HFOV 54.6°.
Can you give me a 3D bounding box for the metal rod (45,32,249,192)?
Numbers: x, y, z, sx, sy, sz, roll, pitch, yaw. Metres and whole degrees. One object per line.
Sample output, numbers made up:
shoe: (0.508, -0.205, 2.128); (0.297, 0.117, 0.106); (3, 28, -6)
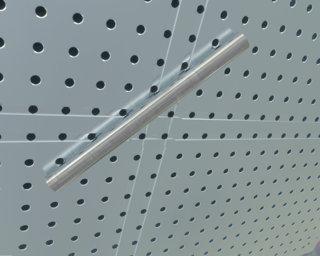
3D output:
metal rod: (-0.013, -0.022, 0.389); (0.301, 0.025, 0.025); (-37, 129, -3)
